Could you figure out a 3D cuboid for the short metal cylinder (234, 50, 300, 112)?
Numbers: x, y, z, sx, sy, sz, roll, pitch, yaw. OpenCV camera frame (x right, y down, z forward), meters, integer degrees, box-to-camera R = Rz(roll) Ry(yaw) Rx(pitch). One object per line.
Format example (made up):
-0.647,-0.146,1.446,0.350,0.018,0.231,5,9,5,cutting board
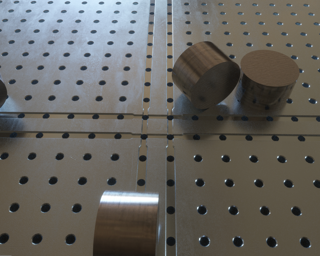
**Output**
0.153,-0.069,0.450,0.081,0.050,0.080,0,50,0,short metal cylinder

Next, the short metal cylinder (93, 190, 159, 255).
-0.027,0.099,0.288,0.050,0.080,0.080,2,50,2,short metal cylinder

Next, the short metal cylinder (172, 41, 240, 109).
0.064,-0.073,0.433,0.081,0.080,0.050,-23,54,-18,short metal cylinder

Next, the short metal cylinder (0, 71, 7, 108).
-0.257,-0.059,0.419,0.081,0.080,0.050,-23,54,-18,short metal cylinder
